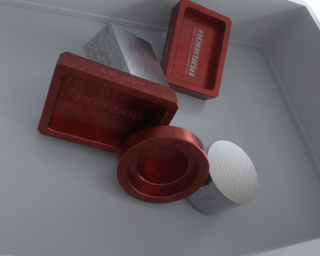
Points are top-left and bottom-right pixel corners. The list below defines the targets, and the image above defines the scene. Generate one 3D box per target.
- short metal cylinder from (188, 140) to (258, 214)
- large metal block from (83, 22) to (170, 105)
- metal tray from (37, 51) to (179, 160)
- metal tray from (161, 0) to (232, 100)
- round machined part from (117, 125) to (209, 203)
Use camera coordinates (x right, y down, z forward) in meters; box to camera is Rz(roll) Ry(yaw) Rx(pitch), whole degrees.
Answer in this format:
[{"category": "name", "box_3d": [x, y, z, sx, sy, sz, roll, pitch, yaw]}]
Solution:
[{"category": "short metal cylinder", "box_3d": [0.075, 0.062, 0.388, 0.081, 0.050, 0.080, 19, 53, -27]}, {"category": "large metal block", "box_3d": [-0.041, -0.075, 0.395, 0.080, 0.050, 0.080, 9, 54, -55]}, {"category": "metal tray", "box_3d": [-0.057, -0.019, 0.342, 0.131, 0.089, 0.030, 17, 33, -19]}, {"category": "metal tray", "box_3d": [0.053, -0.116, 0.468, 0.091, 0.030, 0.129, 15, 82, -21]}, {"category": "round machined part", "box_3d": [0.002, 0.036, 0.345, 0.099, 0.097, 0.042, 19, 32, -18]}]
